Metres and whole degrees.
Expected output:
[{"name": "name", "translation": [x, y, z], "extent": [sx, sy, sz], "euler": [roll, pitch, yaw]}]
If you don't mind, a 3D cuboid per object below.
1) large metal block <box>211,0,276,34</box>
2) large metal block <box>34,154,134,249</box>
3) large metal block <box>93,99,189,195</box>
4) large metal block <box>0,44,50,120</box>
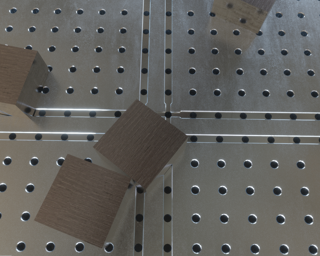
[{"name": "large metal block", "translation": [0.136, -0.205, 0.475], "extent": [0.080, 0.050, 0.080], "euler": [28, 72, 9]}, {"name": "large metal block", "translation": [-0.084, 0.087, 0.366], "extent": [0.080, 0.050, 0.080], "euler": [20, 71, 7]}, {"name": "large metal block", "translation": [-0.022, 0.025, 0.389], "extent": [0.080, 0.050, 0.080], "euler": [37, 74, 12]}, {"name": "large metal block", "translation": [-0.209, -0.064, 0.419], "extent": [0.080, 0.050, 0.080], "euler": [11, 70, 4]}]
